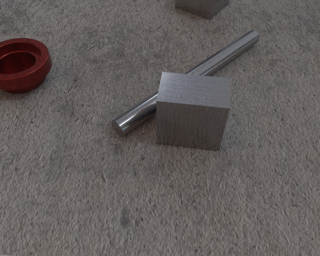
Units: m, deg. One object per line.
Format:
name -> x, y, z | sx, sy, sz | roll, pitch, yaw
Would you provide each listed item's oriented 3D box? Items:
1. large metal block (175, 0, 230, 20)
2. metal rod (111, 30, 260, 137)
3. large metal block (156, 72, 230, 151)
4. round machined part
large metal block -> 0.087, -0.266, 0.612 | 0.080, 0.050, 0.080 | 30, 56, 22
metal rod -> 0.053, -0.079, 0.469 | 0.302, 0.025, 0.025 | -36, 59, -27
large metal block -> 0.039, -0.019, 0.384 | 0.080, 0.080, 0.050 | 6, 50, 5
round machined part -> -0.212, -0.089, 0.464 | 0.099, 0.042, 0.098 | 0, 50, 0
